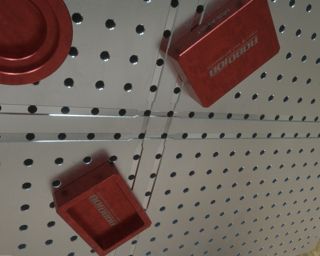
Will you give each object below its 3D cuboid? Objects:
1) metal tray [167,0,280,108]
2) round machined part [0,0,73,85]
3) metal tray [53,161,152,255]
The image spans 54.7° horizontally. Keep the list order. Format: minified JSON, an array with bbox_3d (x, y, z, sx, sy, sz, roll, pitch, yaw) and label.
[{"bbox_3d":[0.084,-0.098,0.393,0.130,0.030,0.090,-38,129,-3],"label":"metal tray"},{"bbox_3d":[-0.131,-0.091,0.272,0.099,0.042,0.097,-14,124,-21],"label":"round machined part"},{"bbox_3d":[-0.076,0.118,0.438,0.090,0.030,0.130,-31,129,-8],"label":"metal tray"}]
